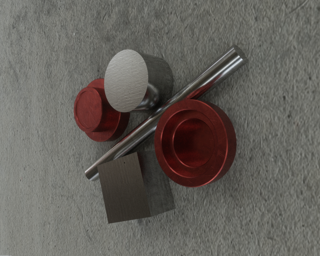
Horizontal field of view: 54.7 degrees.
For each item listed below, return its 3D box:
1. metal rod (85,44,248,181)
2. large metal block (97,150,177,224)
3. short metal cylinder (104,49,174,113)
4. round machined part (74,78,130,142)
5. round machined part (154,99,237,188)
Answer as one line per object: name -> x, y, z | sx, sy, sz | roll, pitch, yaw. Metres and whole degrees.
metal rod -> -0.011, -0.003, 0.417 | 0.299, 0.025, 0.025 | -38, 67, 33
large metal block -> -0.033, 0.079, 0.418 | 0.080, 0.050, 0.080 | -22, 76, 38
short metal cylinder -> -0.029, -0.060, 0.413 | 0.080, 0.050, 0.079 | 0, 90, 40
round machined part -> -0.095, -0.027, 0.473 | 0.098, 0.042, 0.097 | 0, 90, 40
round machined part -> 0.044, 0.017, 0.359 | 0.098, 0.042, 0.097 | 0, 90, 40
